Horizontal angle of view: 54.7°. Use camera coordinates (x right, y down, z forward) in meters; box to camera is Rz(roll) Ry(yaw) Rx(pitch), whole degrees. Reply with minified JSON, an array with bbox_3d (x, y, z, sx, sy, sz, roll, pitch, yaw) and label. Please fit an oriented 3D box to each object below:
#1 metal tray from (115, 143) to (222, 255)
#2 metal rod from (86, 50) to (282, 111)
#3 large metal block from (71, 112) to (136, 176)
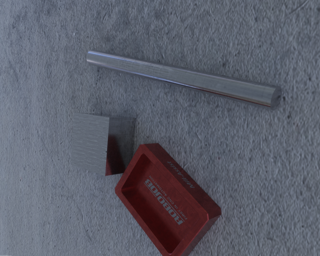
[{"bbox_3d":[0.004,0.092,0.398,0.130,0.030,0.089,45,117,30],"label":"metal tray"},{"bbox_3d":[0.005,-0.071,0.400,0.300,0.025,0.025,20,103,38],"label":"metal rod"},{"bbox_3d":[-0.085,0.021,0.459,0.080,0.050,0.079,8,95,39],"label":"large metal block"}]
